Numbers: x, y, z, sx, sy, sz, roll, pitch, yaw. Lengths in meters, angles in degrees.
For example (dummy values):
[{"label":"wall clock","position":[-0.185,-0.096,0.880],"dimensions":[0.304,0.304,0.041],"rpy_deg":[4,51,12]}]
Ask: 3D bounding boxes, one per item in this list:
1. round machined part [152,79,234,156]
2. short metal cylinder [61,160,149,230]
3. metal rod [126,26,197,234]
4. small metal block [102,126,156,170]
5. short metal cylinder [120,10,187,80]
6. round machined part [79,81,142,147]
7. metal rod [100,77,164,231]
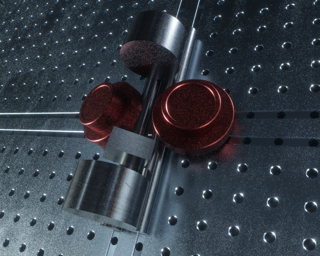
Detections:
[{"label":"round machined part","position":[0.039,-0.019,0.372],"dimensions":[0.098,0.042,0.098],"rpy_deg":[-4,62,9]},{"label":"short metal cylinder","position":[-0.057,0.072,0.331],"dimensions":[0.080,0.080,0.050],"rpy_deg":[1,62,28]},{"label":"metal rod","position":[0.009,-0.015,0.412],"dimensions":[0.025,0.025,0.300],"rpy_deg":[1,62,29]},{"label":"small metal block","position":[-0.038,0.025,0.367],"dimensions":[0.050,0.050,0.025],"rpy_deg":[20,66,-9]},{"label":"short metal cylinder","position":[-0.008,-0.109,0.415],"dimensions":[0.080,0.080,0.050],"rpy_deg":[1,62,28]},{"label":"round machined part","position":[-0.075,-0.025,0.437],"dimensions":[0.098,0.042,0.098],"rpy_deg":[-24,48,30]},{"label":"metal rod","position":[-0.023,-0.013,0.427],"dimensions":[0.025,0.025,0.300],"rpy_deg":[1,62,29]}]
